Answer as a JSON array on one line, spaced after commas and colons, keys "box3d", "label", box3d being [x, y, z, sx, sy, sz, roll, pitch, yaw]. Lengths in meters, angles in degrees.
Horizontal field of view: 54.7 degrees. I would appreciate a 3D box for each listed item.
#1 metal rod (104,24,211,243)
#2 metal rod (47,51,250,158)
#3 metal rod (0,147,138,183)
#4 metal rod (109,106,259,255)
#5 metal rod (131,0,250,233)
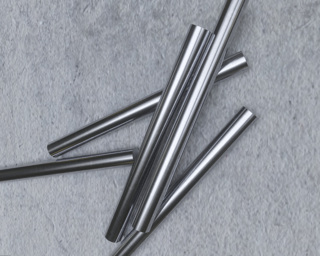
[{"box3d": [-0.009, 0.018, 0.392, 0.025, 0.025, 0.298, 28, 106, 17], "label": "metal rod"}, {"box3d": [-0.028, -0.024, 0.418, 0.300, 0.025, 0.025, -24, 82, 18], "label": "metal rod"}, {"box3d": [-0.172, 0.062, 0.467, 0.301, 0.025, 0.025, -10, 87, 19], "label": "metal rod"}, {"box3d": [0.015, 0.093, 0.402, 0.025, 0.025, 0.299, 43, 103, 14], "label": "metal rod"}, {"box3d": [0.032, -0.012, 0.369, 0.025, 0.025, 0.298, 25, 98, 18], "label": "metal rod"}]
